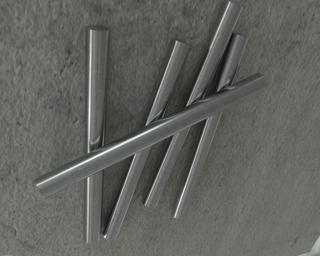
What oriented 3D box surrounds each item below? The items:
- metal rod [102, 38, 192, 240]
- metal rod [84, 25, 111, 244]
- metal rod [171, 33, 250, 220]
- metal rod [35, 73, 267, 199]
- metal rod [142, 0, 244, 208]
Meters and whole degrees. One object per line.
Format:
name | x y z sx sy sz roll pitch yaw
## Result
metal rod | -0.025 0.029 0.412 0.025 0.025 0.298 7 115 -32
metal rod | -0.080 0.029 0.381 0.025 0.025 0.298 -7 122 -25
metal rod | 0.066 0.013 0.452 0.025 0.025 0.298 0 118 -29
metal rod | 0.000 0.003 0.376 0.302 0.025 0.025 -26 128 -13
metal rod | 0.035 -0.017 0.417 0.025 0.025 0.298 8 114 -32
